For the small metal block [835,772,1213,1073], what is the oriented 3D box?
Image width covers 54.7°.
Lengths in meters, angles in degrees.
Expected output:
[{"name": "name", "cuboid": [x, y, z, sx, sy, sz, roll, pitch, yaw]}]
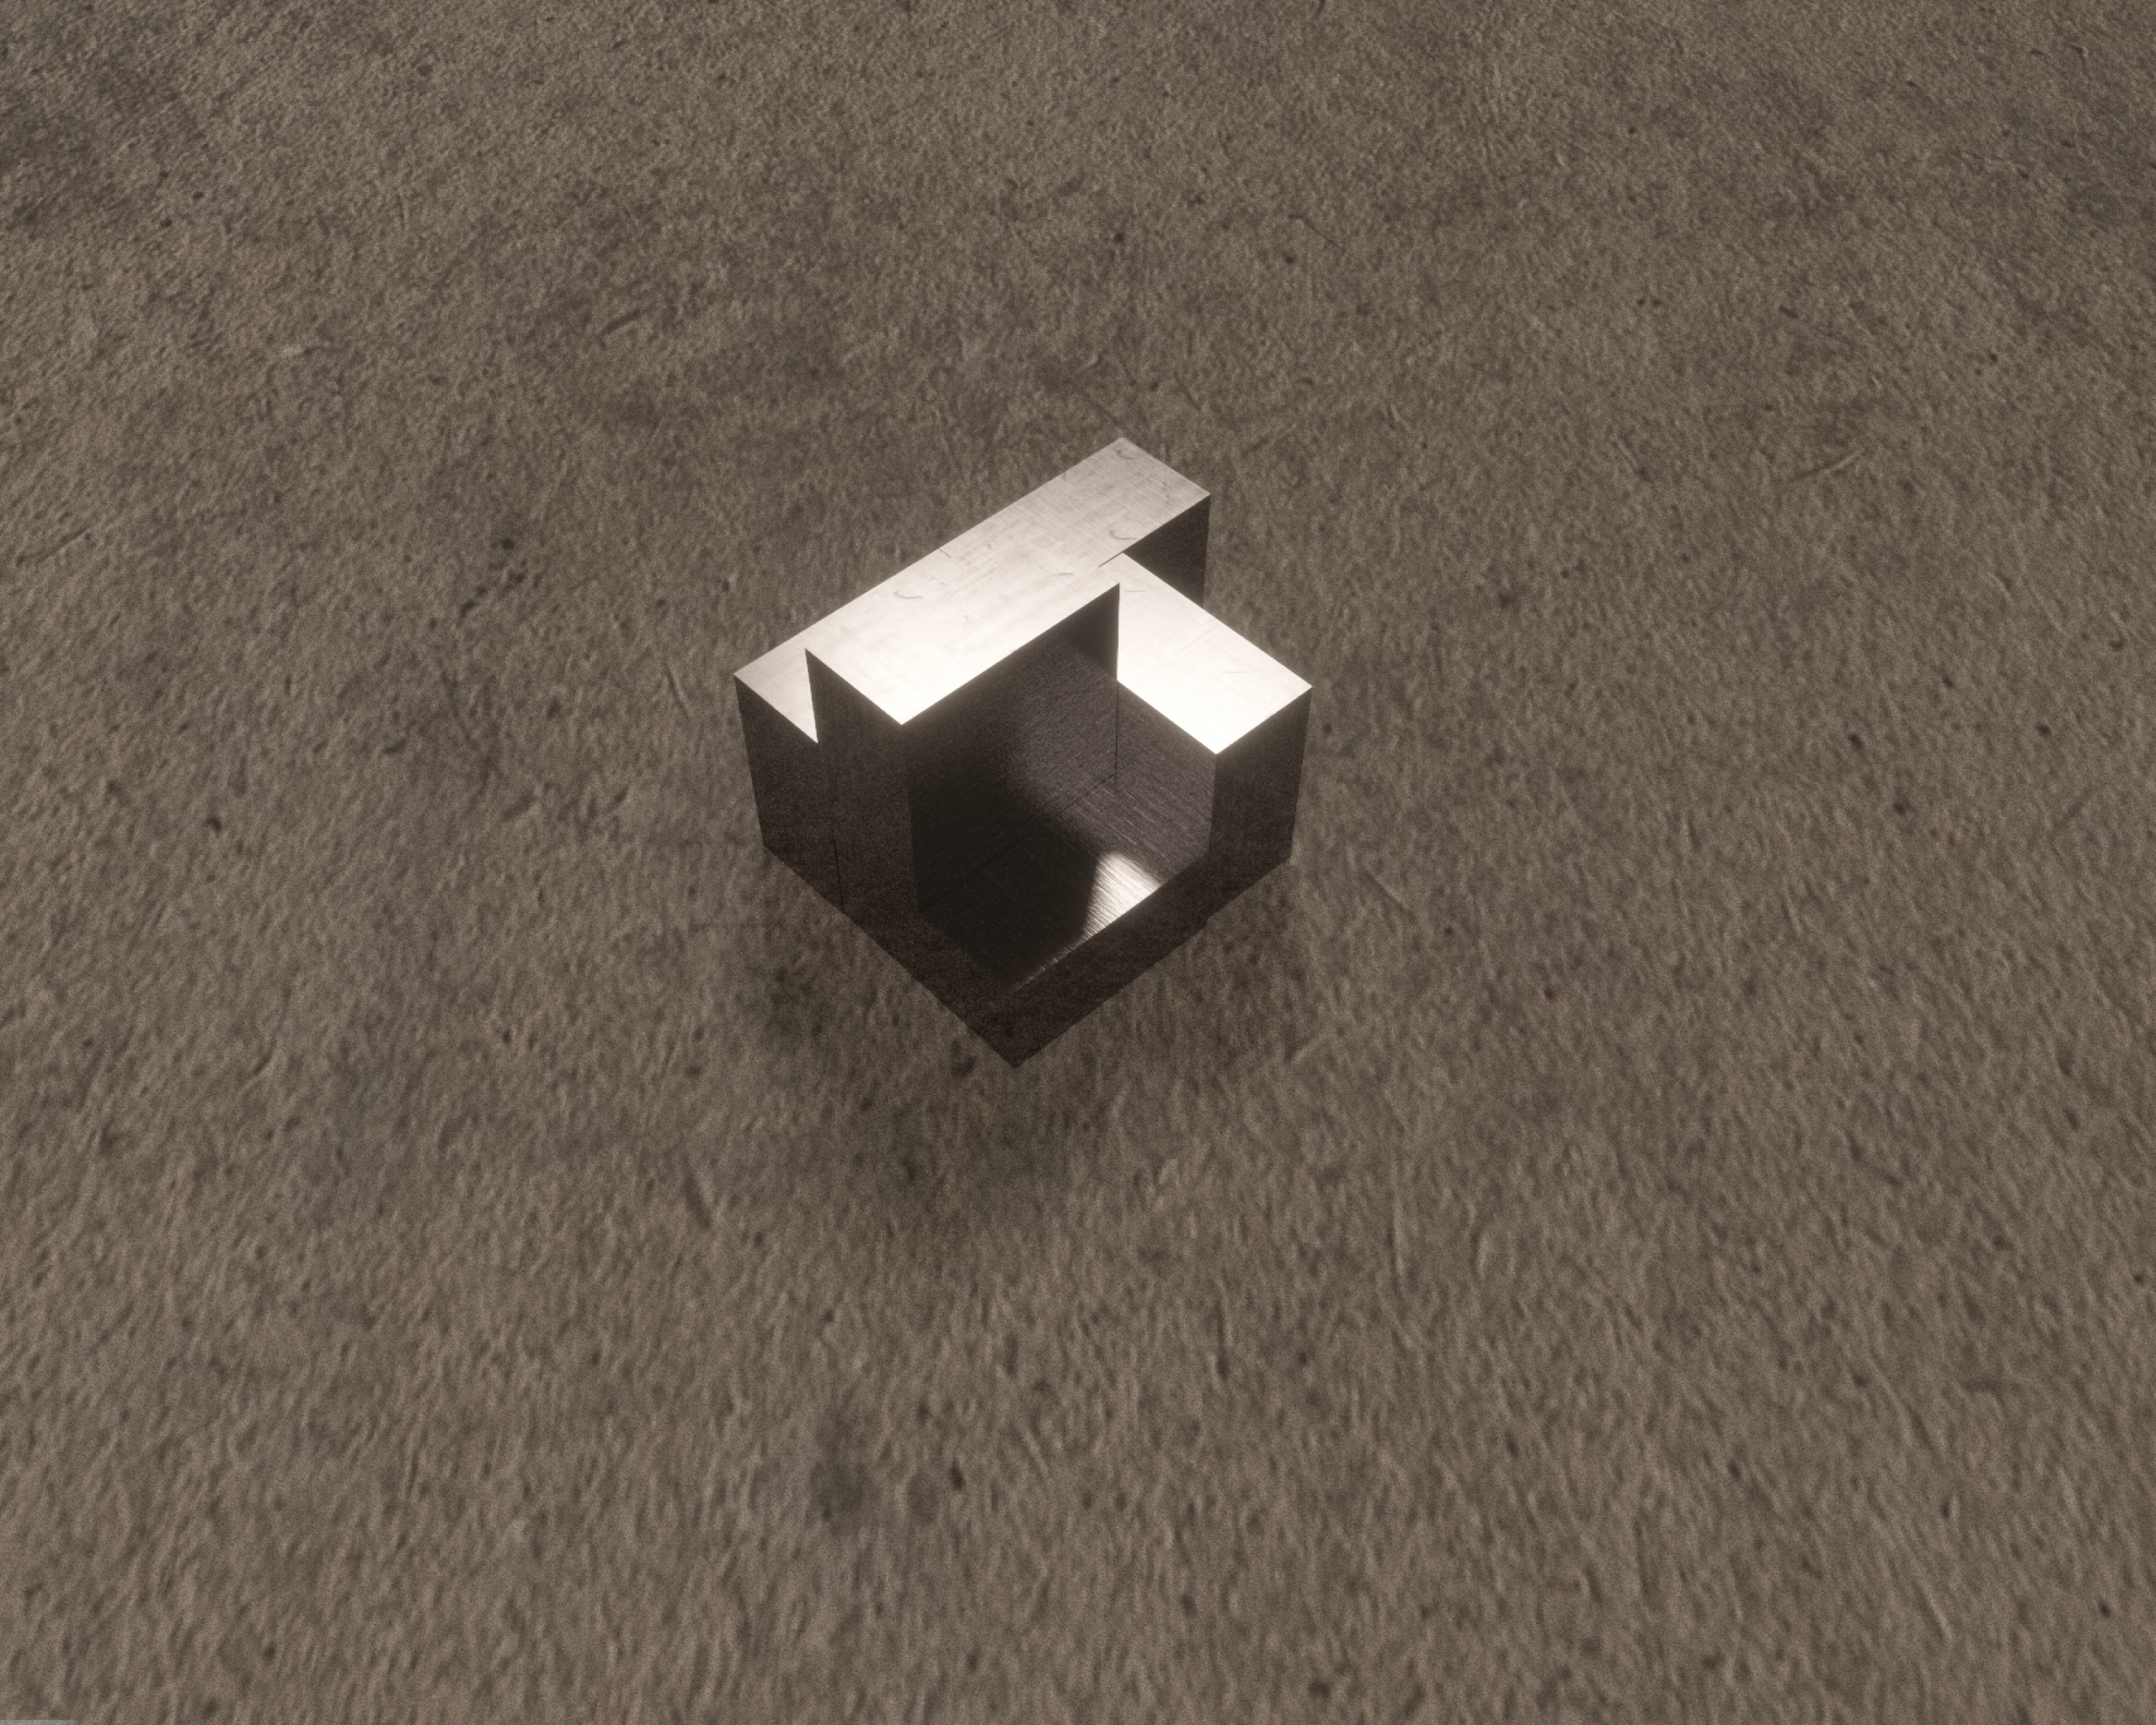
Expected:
[{"name": "small metal block", "cuboid": [-0.010, 0.004, 0.401, 0.050, 0.025, 0.050, -35, 59, -26]}]

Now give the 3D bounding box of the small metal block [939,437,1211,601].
[{"name": "small metal block", "cuboid": [0.000, -0.052, 0.432, 0.050, 0.050, 0.025, -36, 59, -27]}]

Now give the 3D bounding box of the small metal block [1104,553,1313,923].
[{"name": "small metal block", "cuboid": [0.017, -0.024, 0.408, 0.025, 0.050, 0.050, -36, 59, -26]}]

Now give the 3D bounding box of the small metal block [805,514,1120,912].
[{"name": "small metal block", "cuboid": [-0.020, -0.027, 0.378, 0.050, 0.050, 0.025, -36, 59, -27]}]

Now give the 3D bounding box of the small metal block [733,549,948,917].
[{"name": "small metal block", "cuboid": [-0.037, -0.025, 0.409, 0.050, 0.050, 0.025, -36, 59, -27]}]
